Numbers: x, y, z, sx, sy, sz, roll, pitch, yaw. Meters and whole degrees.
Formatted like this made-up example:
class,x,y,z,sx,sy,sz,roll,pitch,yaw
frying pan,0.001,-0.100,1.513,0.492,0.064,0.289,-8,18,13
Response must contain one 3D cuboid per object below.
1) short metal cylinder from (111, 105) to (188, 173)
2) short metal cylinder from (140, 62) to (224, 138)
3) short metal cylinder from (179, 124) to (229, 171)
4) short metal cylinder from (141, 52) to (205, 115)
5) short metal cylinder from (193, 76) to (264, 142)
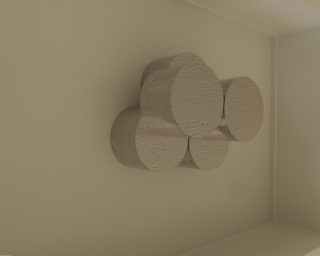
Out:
class,x,y,z,sx,sy,sz,roll,pitch,yaw
short metal cylinder,-0.012,0.012,0.378,0.081,0.050,0.080,0,90,-40
short metal cylinder,0.025,-0.029,0.344,0.081,0.050,0.080,0,90,-40
short metal cylinder,0.051,0.017,0.431,0.081,0.050,0.080,0,90,-40
short metal cylinder,0.023,-0.055,0.407,0.081,0.050,0.080,0,90,-40
short metal cylinder,0.088,-0.023,0.395,0.081,0.050,0.080,0,90,-40
